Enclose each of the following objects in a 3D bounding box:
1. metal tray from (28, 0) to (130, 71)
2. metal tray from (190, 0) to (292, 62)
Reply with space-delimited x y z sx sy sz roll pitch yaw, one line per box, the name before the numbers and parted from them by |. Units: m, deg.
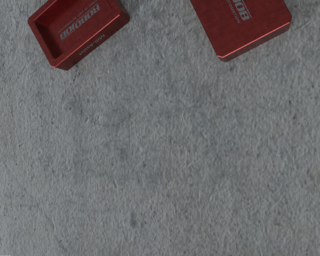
metal tray | -0.119 -0.156 0.446 0.130 0.030 0.090 -33 80 16
metal tray | 0.088 -0.158 0.375 0.090 0.030 0.129 -26 82 17
